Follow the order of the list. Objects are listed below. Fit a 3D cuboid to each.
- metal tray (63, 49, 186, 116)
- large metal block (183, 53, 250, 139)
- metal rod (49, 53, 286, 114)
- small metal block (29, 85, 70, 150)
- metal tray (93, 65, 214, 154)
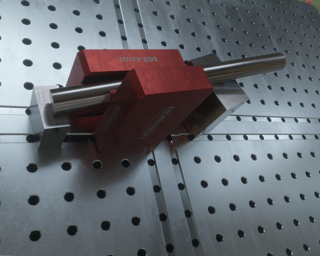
[{"bbox_3d":[-0.042,-0.056,0.378,0.131,0.090,0.030,-9,68,-33],"label":"metal tray"},{"bbox_3d":[0.062,-0.044,0.434,0.050,0.080,0.080,-25,76,-37],"label":"large metal block"},{"bbox_3d":[0.029,-0.058,0.364,0.303,0.025,0.025,-14,69,-24],"label":"metal rod"},{"bbox_3d":[-0.121,-0.011,0.334,0.025,0.050,0.050,-9,66,-32],"label":"small metal block"},{"bbox_3d":[-0.012,-0.017,0.346,0.091,0.129,0.030,-10,68,-33],"label":"metal tray"}]
